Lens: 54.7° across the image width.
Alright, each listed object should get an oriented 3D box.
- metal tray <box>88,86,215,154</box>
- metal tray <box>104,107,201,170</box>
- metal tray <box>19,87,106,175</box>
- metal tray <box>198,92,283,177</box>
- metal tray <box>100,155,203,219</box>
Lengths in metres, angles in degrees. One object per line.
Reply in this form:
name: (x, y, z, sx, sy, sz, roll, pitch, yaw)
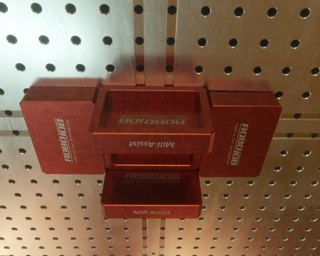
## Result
metal tray: (-0.009, -0.012, 0.359, 0.131, 0.090, 0.030, 1, 130, -1)
metal tray: (-0.010, 0.016, 0.419, 0.131, 0.030, 0.089, 0, 130, -1)
metal tray: (-0.121, 0.008, 0.413, 0.091, 0.030, 0.129, 1, 130, -1)
metal tray: (0.101, 0.013, 0.419, 0.091, 0.030, 0.129, 0, 130, -2)
metal tray: (-0.011, 0.080, 0.435, 0.131, 0.090, 0.030, 1, 130, -1)
